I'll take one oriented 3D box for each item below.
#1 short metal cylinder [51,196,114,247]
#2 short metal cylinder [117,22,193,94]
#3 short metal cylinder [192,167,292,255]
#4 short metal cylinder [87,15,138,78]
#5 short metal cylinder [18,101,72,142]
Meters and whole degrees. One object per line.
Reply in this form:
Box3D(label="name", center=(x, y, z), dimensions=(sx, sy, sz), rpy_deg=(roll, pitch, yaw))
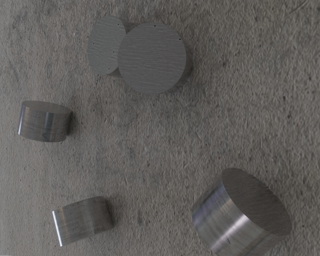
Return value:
Box3D(label="short metal cylinder", center=(-0.116, 0.140, 0.465), dimensions=(0.080, 0.081, 0.050), rpy_deg=(-31, 71, 36))
Box3D(label="short metal cylinder", center=(-0.004, -0.081, 0.372), dimensions=(0.080, 0.050, 0.079), rpy_deg=(2, 97, 14))
Box3D(label="short metal cylinder", center=(0.079, 0.085, 0.304), dimensions=(0.080, 0.081, 0.050), rpy_deg=(50, 120, 28))
Box3D(label="short metal cylinder", center=(-0.057, -0.111, 0.436), dimensions=(0.080, 0.050, 0.080), rpy_deg=(0, 90, 40))
Box3D(label="short metal cylinder", center=(-0.198, -0.013, 0.533), dimensions=(0.080, 0.081, 0.050), rpy_deg=(23, 105, 37))
